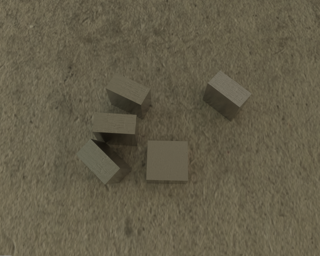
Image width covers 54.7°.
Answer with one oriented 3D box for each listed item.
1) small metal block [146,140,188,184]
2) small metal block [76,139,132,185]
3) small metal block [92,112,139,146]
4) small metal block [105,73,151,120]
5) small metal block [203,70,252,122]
[{"bbox_3d":[0.009,0.044,0.392,0.050,0.025,0.050,1,70,0],"label":"small metal block"},{"bbox_3d":[-0.066,0.041,0.376,0.050,0.050,0.025,43,91,13],"label":"small metal block"},{"bbox_3d":[-0.054,0.003,0.393,0.050,0.050,0.025,3,70,1],"label":"small metal block"},{"bbox_3d":[-0.040,-0.041,0.409,0.050,0.050,0.025,26,72,9],"label":"small metal block"},{"bbox_3d":[0.087,-0.041,0.411,0.050,0.050,0.025,40,75,13],"label":"small metal block"}]
